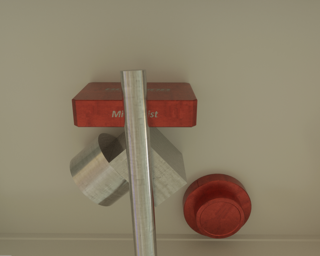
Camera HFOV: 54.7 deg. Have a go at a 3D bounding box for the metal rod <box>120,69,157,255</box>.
[{"bbox_3d":[-0.018,0.089,0.333,0.025,0.025,0.298,-3,104,0],"label":"metal rod"}]

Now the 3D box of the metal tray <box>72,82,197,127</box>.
[{"bbox_3d":[-0.027,-0.030,0.365,0.131,0.090,0.030,0,110,-1],"label":"metal tray"}]

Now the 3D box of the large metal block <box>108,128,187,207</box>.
[{"bbox_3d":[-0.014,0.039,0.396,0.050,0.080,0.080,-40,106,13],"label":"large metal block"}]

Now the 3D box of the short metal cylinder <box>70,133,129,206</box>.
[{"bbox_3d":[-0.068,0.053,0.401,0.050,0.080,0.080,-40,106,13],"label":"short metal cylinder"}]

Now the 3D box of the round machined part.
[{"bbox_3d":[0.083,0.119,0.447,0.099,0.042,0.097,0,110,-1],"label":"round machined part"}]
